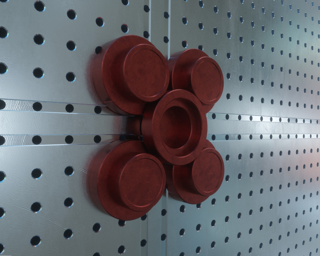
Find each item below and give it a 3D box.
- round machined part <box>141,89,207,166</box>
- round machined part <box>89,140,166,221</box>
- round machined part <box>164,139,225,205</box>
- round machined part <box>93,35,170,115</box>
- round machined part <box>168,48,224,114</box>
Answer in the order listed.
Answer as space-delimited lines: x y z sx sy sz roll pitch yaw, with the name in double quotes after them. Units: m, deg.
0.015 -0.001 0.410 0.099 0.042 0.097 0 90 -40 "round machined part"
-0.031 0.063 0.374 0.099 0.042 0.097 0 90 -40 "round machined part"
0.055 0.061 0.446 0.099 0.042 0.097 0 90 -40 "round machined part"
-0.027 -0.064 0.376 0.099 0.042 0.097 0 90 -40 "round machined part"
0.054 -0.065 0.445 0.099 0.042 0.097 0 90 -40 "round machined part"
